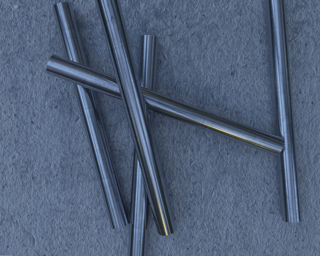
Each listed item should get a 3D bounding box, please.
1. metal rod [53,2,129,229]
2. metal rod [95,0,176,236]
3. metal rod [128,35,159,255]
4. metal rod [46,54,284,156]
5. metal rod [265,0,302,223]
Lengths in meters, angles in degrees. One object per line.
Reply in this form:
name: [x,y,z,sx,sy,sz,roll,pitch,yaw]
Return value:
metal rod: [-0.091,-0.016,0.409,0.025,0.025,0.298,-15,90,0]
metal rod: [-0.024,-0.004,0.367,0.025,0.025,0.298,-13,107,0]
metal rod: [-0.022,0.030,0.409,0.025,0.025,0.298,3,90,0]
metal rod: [0.010,-0.027,0.385,0.302,0.025,0.025,20,90,-4]
metal rod: [0.163,-0.027,0.410,0.025,0.025,0.298,-4,90,0]
